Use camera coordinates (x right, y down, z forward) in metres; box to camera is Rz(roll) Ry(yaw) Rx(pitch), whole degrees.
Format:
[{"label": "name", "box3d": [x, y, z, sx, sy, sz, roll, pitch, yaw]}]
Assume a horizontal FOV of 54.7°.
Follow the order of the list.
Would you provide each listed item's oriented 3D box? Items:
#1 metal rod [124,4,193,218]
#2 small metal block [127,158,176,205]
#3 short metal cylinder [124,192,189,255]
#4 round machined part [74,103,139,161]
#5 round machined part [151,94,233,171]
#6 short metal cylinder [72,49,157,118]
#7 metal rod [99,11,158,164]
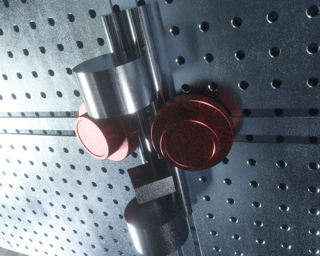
[{"label": "metal rod", "box3d": [0.005, -0.003, 0.406, 0.025, 0.025, 0.298, 1, 119, 28]}, {"label": "small metal block", "box3d": [-0.013, 0.070, 0.415, 0.050, 0.050, 0.025, -17, 116, -10]}, {"label": "short metal cylinder", "box3d": [-0.004, 0.129, 0.430, 0.080, 0.080, 0.050, 1, 119, 28]}, {"label": "round machined part", "box3d": [-0.080, 0.005, 0.430, 0.098, 0.042, 0.097, 24, 132, 30]}, {"label": "round machined part", "box3d": [0.037, 0.012, 0.371, 0.098, 0.042, 0.097, 4, 118, 9]}, {"label": "short metal cylinder", "box3d": [-0.048, -0.051, 0.341, 0.080, 0.080, 0.050, 1, 119, 28]}, {"label": "metal rod", "box3d": [-0.026, -0.002, 0.423, 0.025, 0.025, 0.298, 1, 119, 28]}]
